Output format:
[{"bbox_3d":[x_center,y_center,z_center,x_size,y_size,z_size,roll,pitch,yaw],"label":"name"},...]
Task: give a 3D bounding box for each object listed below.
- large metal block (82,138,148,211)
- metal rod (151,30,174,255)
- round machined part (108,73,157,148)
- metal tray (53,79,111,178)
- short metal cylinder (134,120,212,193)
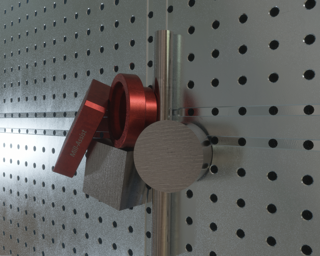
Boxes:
[{"bbox_3d":[-0.062,0.062,0.444,0.080,0.050,0.079,14,99,39],"label":"large metal block"},{"bbox_3d":[0.003,0.024,0.408,0.025,0.025,0.298,1,91,40],"label":"metal rod"},{"bbox_3d":[-0.036,-0.022,0.412,0.098,0.042,0.097,-178,90,-65],"label":"round machined part"},{"bbox_3d":[-0.118,0.000,0.471,0.129,0.030,0.090,-59,18,23],"label":"metal tray"},{"bbox_3d":[0.016,0.031,0.363,0.080,0.050,0.079,0,90,20],"label":"short metal cylinder"}]
